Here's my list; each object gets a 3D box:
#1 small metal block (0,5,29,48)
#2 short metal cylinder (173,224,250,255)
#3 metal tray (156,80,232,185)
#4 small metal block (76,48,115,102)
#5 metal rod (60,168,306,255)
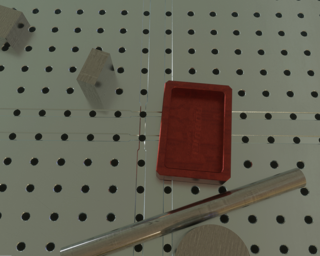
[{"bbox_3d":[-0.237,-0.154,0.465,0.050,0.025,0.050,19,71,6],"label":"small metal block"},{"bbox_3d":[0.055,0.150,0.344,0.081,0.050,0.080,0,70,0],"label":"short metal cylinder"},{"bbox_3d":[0.046,0.005,0.407,0.091,0.030,0.130,5,70,1],"label":"metal tray"},{"bbox_3d":[-0.086,-0.072,0.424,0.025,0.050,0.050,19,71,6],"label":"small metal block"},{"bbox_3d":[0.033,0.106,0.373,0.302,0.025,0.025,-17,71,-7],"label":"metal rod"}]
